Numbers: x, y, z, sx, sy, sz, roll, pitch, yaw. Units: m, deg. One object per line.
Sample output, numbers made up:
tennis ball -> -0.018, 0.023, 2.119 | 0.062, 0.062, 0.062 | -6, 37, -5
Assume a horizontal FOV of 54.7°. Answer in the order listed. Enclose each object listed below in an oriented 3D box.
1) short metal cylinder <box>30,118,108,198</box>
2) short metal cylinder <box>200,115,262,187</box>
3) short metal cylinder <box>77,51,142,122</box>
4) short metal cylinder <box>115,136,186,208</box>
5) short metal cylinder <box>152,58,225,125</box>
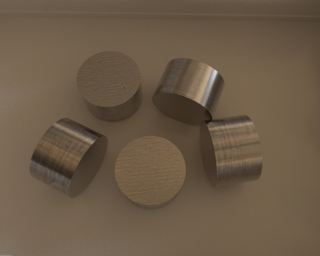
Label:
short metal cylinder -> -0.104, 0.034, 0.364 | 0.050, 0.080, 0.080 | 26, 72, 9
short metal cylinder -> 0.081, 0.027, 0.370 | 0.050, 0.080, 0.080 | -8, 70, -3
short metal cylinder -> -0.065, -0.055, 0.414 | 0.081, 0.050, 0.080 | 0, 70, 0
short metal cylinder -> -0.011, 0.055, 0.374 | 0.081, 0.050, 0.080 | 0, 70, 0
short metal cylinder -> 0.036, -0.044, 0.397 | 0.080, 0.080, 0.050 | 20, 71, 7
